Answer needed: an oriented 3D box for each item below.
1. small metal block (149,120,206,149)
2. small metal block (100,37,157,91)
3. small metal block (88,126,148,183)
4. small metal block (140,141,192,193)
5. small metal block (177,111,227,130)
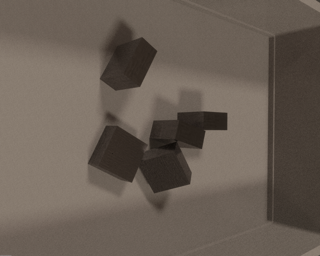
[{"bbox_3d":[0.023,0.009,0.412,0.050,0.050,0.025,21,76,-38],"label":"small metal block"},{"bbox_3d":[-0.037,-0.073,0.361,0.025,0.050,0.050,37,67,-35],"label":"small metal block"},{"bbox_3d":[-0.049,0.031,0.367,0.050,0.025,0.050,35,68,-35],"label":"small metal block"},{"bbox_3d":[0.007,0.051,0.395,0.050,0.050,0.025,64,20,-21],"label":"small metal block"},{"bbox_3d":[0.061,-0.010,0.444,0.050,0.050,0.025,1,90,-40],"label":"small metal block"}]
